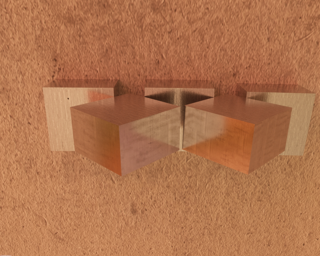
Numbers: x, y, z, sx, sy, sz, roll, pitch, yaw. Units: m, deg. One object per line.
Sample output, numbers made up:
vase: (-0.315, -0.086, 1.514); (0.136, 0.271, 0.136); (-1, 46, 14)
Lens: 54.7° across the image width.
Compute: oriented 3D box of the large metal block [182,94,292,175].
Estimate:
large metal block: (0.082, 0.001, 0.332); (0.080, 0.081, 0.050); (19, 116, 40)

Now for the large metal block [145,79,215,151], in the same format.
large metal block: (0.022, -0.017, 0.392); (0.081, 0.050, 0.079); (1, 110, -1)

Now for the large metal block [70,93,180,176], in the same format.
large metal block: (-0.036, 0.001, 0.328); (0.081, 0.080, 0.050); (-20, 118, -42)

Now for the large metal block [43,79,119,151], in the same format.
large metal block: (-0.094, -0.017, 0.390); (0.081, 0.050, 0.079); (0, 110, -1)

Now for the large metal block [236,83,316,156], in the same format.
large metal block: (0.140, -0.012, 0.395); (0.081, 0.050, 0.079); (1, 110, -1)
